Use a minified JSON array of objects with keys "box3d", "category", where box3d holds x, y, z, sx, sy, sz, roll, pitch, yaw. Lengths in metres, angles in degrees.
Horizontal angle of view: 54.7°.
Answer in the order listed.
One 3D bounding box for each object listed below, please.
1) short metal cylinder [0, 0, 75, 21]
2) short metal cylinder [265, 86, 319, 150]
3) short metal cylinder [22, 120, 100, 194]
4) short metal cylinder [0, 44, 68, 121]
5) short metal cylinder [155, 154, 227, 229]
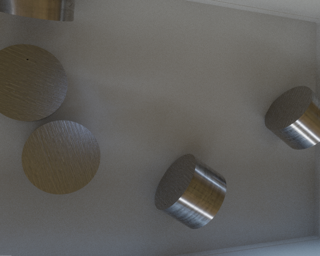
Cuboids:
[{"box3d":[-0.131,-0.145,0.326,0.081,0.080,0.050,2,113,-20],"category":"short metal cylinder"},{"box3d":[0.204,-0.015,0.456,0.050,0.080,0.080,37,78,-17],"category":"short metal cylinder"},{"box3d":[-0.113,0.031,0.356,0.081,0.050,0.080,0,90,-20],"category":"short metal cylinder"},{"box3d":[-0.146,-0.047,0.343,0.081,0.050,0.080,0,90,-20],"category":"short metal cylinder"},{"box3d":[0.038,0.080,0.395,0.050,0.080,0.080,36,79,-17],"category":"short metal cylinder"}]
